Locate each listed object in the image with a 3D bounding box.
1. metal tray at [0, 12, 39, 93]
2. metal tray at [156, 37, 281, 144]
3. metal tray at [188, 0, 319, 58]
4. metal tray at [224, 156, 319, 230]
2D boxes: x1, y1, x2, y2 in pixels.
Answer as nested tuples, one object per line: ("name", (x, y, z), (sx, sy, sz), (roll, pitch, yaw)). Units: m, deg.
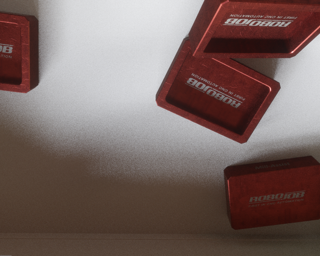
("metal tray", (-0.217, -0.096, 0.370), (0.131, 0.030, 0.089), (7, 110, -3))
("metal tray", (0.071, -0.046, 0.392), (0.131, 0.030, 0.089), (24, 108, -9))
("metal tray", (0.106, -0.110, 0.323), (0.131, 0.090, 0.030), (-3, 71, -14))
("metal tray", (0.163, 0.094, 0.446), (0.131, 0.030, 0.089), (-8, 110, 2))
